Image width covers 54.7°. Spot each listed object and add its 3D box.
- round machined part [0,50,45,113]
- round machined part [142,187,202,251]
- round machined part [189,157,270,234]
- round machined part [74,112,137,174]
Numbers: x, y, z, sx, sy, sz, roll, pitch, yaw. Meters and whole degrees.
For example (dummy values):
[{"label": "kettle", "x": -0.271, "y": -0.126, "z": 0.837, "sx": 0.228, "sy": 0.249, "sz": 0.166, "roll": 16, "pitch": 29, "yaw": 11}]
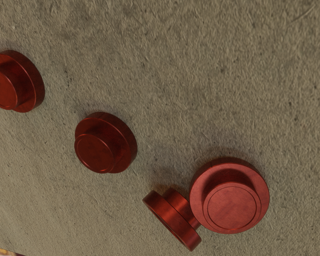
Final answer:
[{"label": "round machined part", "x": -0.231, "y": -0.066, "z": 0.477, "sx": 0.098, "sy": 0.042, "sz": 0.097, "roll": 13, "pitch": 124, "yaw": 21}, {"label": "round machined part", "x": 0.023, "y": 0.123, "z": 0.439, "sx": 0.098, "sy": 0.042, "sz": 0.098, "roll": 43, "pitch": 166, "yaw": 15}, {"label": "round machined part", "x": 0.085, "y": 0.089, "z": 0.381, "sx": 0.099, "sy": 0.042, "sz": 0.097, "roll": 1, "pitch": 105, "yaw": 3}, {"label": "round machined part", "x": -0.087, "y": 0.028, "z": 0.459, "sx": 0.098, "sy": 0.042, "sz": 0.097, "roll": 13, "pitch": 124, "yaw": 21}]
